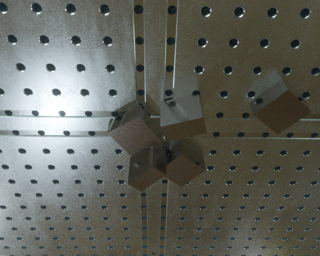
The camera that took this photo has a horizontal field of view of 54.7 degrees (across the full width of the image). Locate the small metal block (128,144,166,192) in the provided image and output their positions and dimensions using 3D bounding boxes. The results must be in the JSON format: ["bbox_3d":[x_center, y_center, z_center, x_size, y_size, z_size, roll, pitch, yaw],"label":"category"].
[{"bbox_3d":[-0.018,0.054,0.441,0.025,0.050,0.050,37,121,-27],"label":"small metal block"}]

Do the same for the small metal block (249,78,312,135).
[{"bbox_3d":[0.152,-0.026,0.392,0.050,0.025,0.050,33,122,-26],"label":"small metal block"}]

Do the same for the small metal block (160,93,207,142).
[{"bbox_3d":[0.028,-0.014,0.384,0.050,0.050,0.025,-13,129,10],"label":"small metal block"}]

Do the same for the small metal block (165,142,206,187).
[{"bbox_3d":[0.031,0.055,0.459,0.050,0.025,0.050,34,122,-26],"label":"small metal block"}]

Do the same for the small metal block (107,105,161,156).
[{"bbox_3d":[-0.033,0.004,0.415,0.050,0.025,0.050,-26,126,20],"label":"small metal block"}]
